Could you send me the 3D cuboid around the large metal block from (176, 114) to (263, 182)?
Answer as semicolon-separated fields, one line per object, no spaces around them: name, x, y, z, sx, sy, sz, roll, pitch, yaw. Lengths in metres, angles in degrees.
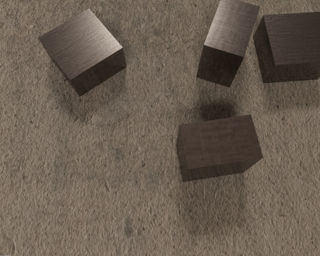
large metal block;0.065;0.027;0.370;0.081;0.080;0.050;-8;71;-3

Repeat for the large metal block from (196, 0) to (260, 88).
large metal block;0.090;-0.114;0.422;0.050;0.080;0.080;19;71;6

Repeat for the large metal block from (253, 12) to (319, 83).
large metal block;0.186;-0.113;0.439;0.081;0.050;0.080;-4;70;-2

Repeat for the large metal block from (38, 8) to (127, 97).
large metal block;-0.105;-0.104;0.432;0.080;0.050;0.080;-36;74;-12
